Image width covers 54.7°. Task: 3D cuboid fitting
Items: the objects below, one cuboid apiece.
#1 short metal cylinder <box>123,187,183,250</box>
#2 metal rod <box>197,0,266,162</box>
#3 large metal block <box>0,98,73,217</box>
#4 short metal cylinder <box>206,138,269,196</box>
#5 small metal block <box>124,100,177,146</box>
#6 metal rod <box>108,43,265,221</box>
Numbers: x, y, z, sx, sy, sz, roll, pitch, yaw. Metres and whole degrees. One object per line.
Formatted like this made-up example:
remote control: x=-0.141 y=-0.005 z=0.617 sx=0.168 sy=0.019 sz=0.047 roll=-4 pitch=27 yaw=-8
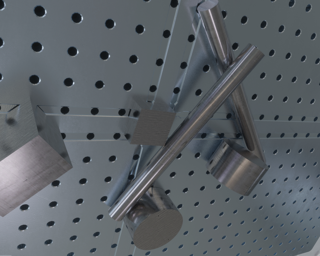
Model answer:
short metal cylinder: x=-0.012 y=0.138 z=0.474 sx=0.081 sy=0.050 sz=0.079 roll=-14 pitch=125 yaw=-21
metal rod: x=0.114 y=-0.041 z=0.448 sx=0.025 sy=0.025 sz=0.299 roll=-35 pitch=129 yaw=-5
large metal block: x=-0.145 y=0.026 z=0.313 sx=0.080 sy=0.080 sz=0.050 roll=-36 pitch=129 yaw=-5
short metal cylinder: x=0.118 y=0.059 z=0.477 sx=0.080 sy=0.080 sz=0.050 roll=22 pitch=107 yaw=-36
small metal block: x=-0.013 y=-0.005 z=0.401 sx=0.050 sy=0.025 sz=0.050 roll=6 pitch=116 yaw=-31
metal rod: x=0.026 y=0.016 z=0.416 sx=0.025 sy=0.025 sz=0.299 roll=28 pitch=109 yaw=-38
